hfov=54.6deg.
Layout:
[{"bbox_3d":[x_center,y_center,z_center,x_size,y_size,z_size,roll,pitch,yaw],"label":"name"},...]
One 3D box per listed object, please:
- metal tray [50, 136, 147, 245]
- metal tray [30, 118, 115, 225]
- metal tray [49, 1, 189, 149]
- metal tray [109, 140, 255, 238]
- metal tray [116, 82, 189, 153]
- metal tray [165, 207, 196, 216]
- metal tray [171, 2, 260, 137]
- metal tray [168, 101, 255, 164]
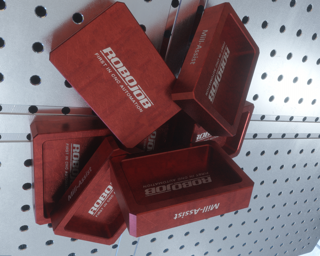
[{"bbox_3d":[-0.062,0.082,0.385,0.090,0.030,0.130,30,102,-38],"label":"metal tray"},{"bbox_3d":[-0.108,0.053,0.382,0.091,0.030,0.129,-5,120,-27],"label":"metal tray"},{"bbox_3d":[-0.039,-0.053,0.331,0.090,0.030,0.130,-39,114,-2],"label":"metal tray"},{"bbox_3d":[0.020,0.057,0.331,0.131,0.090,0.030,-9,122,-19],"label":"metal tray"},{"bbox_3d":[-0.011,0.007,0.405,0.091,0.030,0.129,-6,119,-28],"label":"metal tray"},{"bbox_3d":[0.040,0.098,0.447,0.090,0.030,0.130,-26,161,-12],"label":"metal tray"},{"bbox_3d":[0.070,-0.066,0.361,0.090,0.030,0.130,38,64,-38],"label":"metal tray"},{"bbox_3d":[0.072,0.011,0.430,0.131,0.030,0.089,-16,127,-40],"label":"metal tray"}]
